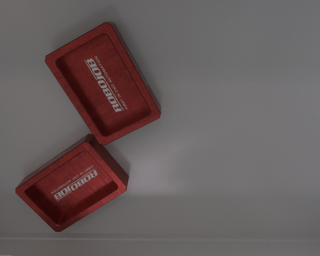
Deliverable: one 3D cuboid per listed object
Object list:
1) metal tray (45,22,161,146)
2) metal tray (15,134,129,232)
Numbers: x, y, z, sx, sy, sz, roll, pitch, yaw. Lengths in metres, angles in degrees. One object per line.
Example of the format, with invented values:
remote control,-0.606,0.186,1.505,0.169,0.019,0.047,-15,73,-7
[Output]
metal tray,-0.067,-0.053,0.388,0.090,0.030,0.130,-27,108,9
metal tray,-0.121,0.079,0.436,0.130,0.030,0.090,-34,107,11
